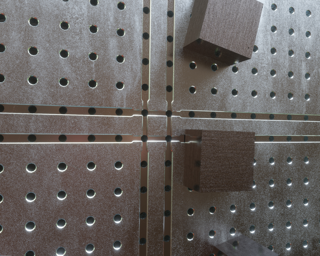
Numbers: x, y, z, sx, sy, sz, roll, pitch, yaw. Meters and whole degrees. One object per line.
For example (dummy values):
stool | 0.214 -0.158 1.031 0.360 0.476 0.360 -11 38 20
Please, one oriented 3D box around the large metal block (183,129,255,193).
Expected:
large metal block | 0.081 0.043 0.429 0.081 0.050 0.080 3 89 -20

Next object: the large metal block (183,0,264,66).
large metal block | 0.087 -0.142 0.431 0.080 0.050 0.080 16 85 -19

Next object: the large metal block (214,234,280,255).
large metal block | 0.125 0.207 0.429 0.050 0.080 0.080 -14 95 -19
